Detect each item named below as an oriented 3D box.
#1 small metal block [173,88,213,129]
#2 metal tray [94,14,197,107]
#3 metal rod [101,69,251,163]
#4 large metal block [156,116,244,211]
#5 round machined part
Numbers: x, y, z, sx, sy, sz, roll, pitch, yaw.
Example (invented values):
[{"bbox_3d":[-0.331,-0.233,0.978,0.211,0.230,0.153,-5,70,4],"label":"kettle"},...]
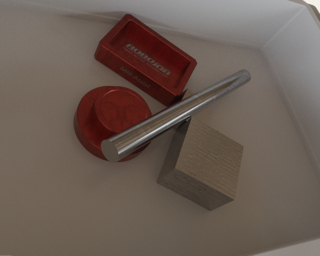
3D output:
[{"bbox_3d":[0.042,-0.019,0.436,0.050,0.025,0.050,40,50,-14],"label":"small metal block"},{"bbox_3d":[-0.017,-0.101,0.456,0.130,0.030,0.090,33,51,-7],"label":"metal tray"},{"bbox_3d":[0.045,-0.031,0.409,0.302,0.025,0.025,-30,79,-44],"label":"metal rod"},{"bbox_3d":[0.052,0.046,0.392,0.080,0.050,0.080,30,52,-10],"label":"large metal block"},{"bbox_3d":[-0.051,-0.012,0.376,0.099,0.042,0.098,14,56,-21],"label":"round machined part"}]
